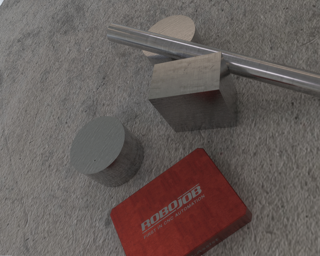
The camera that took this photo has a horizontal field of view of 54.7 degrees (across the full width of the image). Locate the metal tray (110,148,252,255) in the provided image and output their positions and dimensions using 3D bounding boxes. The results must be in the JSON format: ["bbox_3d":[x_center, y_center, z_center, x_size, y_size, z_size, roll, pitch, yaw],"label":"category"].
[{"bbox_3d":[0.019,0.093,0.334,0.130,0.030,0.090,-36,51,4],"label":"metal tray"}]

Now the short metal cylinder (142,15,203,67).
[{"bbox_3d":[0.021,-0.115,0.447,0.080,0.050,0.080,-13,56,21],"label":"short metal cylinder"}]

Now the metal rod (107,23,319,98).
[{"bbox_3d":[0.068,-0.083,0.373,0.301,0.025,0.025,20,72,20],"label":"metal rod"}]

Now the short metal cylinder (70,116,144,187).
[{"bbox_3d":[-0.068,0.031,0.405,0.080,0.050,0.080,-13,56,21],"label":"short metal cylinder"}]

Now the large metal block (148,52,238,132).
[{"bbox_3d":[0.043,-0.038,0.370,0.080,0.080,0.050,-6,59,25],"label":"large metal block"}]
